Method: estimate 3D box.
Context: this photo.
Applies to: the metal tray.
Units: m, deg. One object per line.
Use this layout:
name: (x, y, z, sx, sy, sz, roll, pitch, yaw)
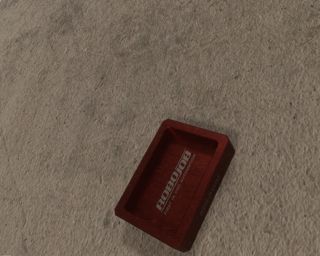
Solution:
metal tray: (0.017, 0.059, 0.353, 0.090, 0.030, 0.130, 17, 71, 34)
